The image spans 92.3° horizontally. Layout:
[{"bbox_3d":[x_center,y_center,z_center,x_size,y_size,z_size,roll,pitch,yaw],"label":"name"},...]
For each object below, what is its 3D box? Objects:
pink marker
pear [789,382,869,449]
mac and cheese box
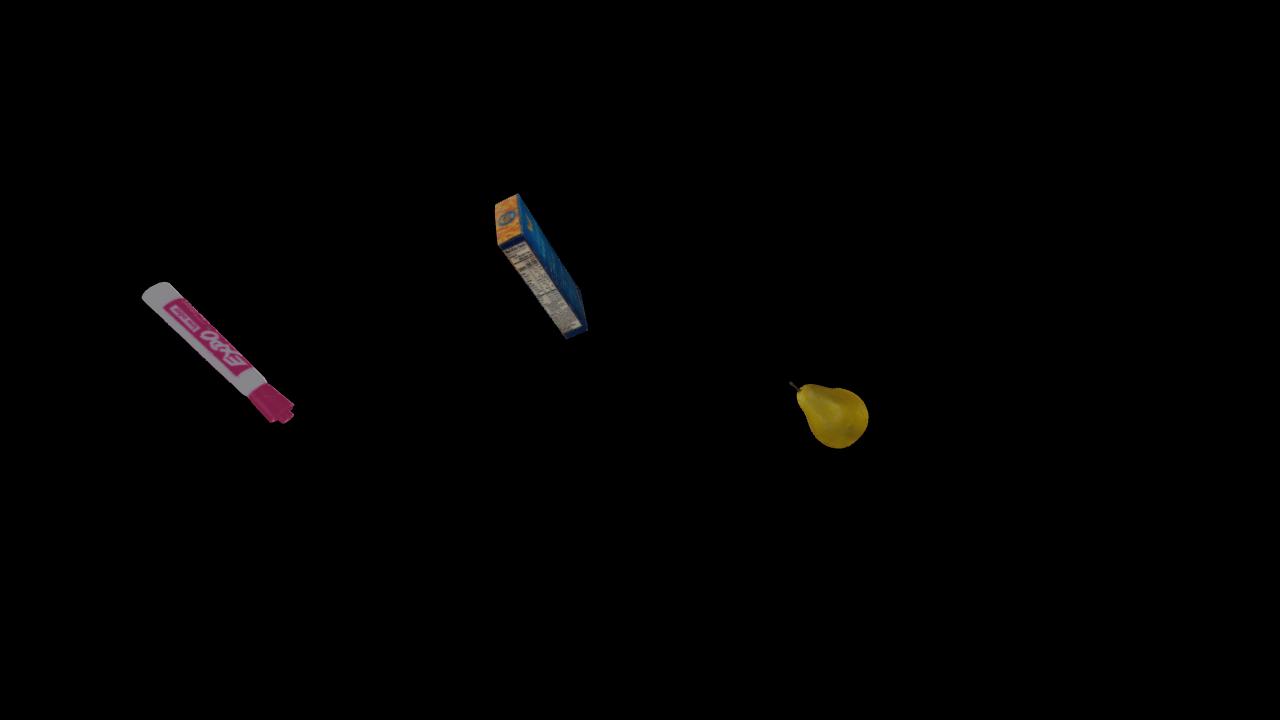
[{"bbox_3d":[-0.283,-0.002,0.418,0.020,0.121,0.020,-42,6,6],"label":"pink marker"},{"bbox_3d":[0.236,0.061,0.793,0.111,0.080,0.080,40,4,5],"label":"pear"},{"bbox_3d":[-0.128,-0.119,0.816,0.041,0.093,0.184,-22,-44,9],"label":"mac and cheese box"}]
